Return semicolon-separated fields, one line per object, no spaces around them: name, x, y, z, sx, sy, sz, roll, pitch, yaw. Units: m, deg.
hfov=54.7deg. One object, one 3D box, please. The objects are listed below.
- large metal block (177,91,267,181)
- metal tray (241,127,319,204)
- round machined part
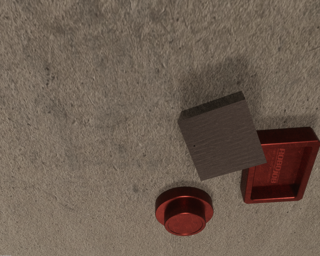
large metal block;0.076;0.009;0.381;0.080;0.050;0.080;-19;104;15
metal tray;0.171;0.059;0.456;0.091;0.030;0.129;-4;130;3
round machined part;0.041;0.146;0.521;0.099;0.042;0.097;-1;130;0
